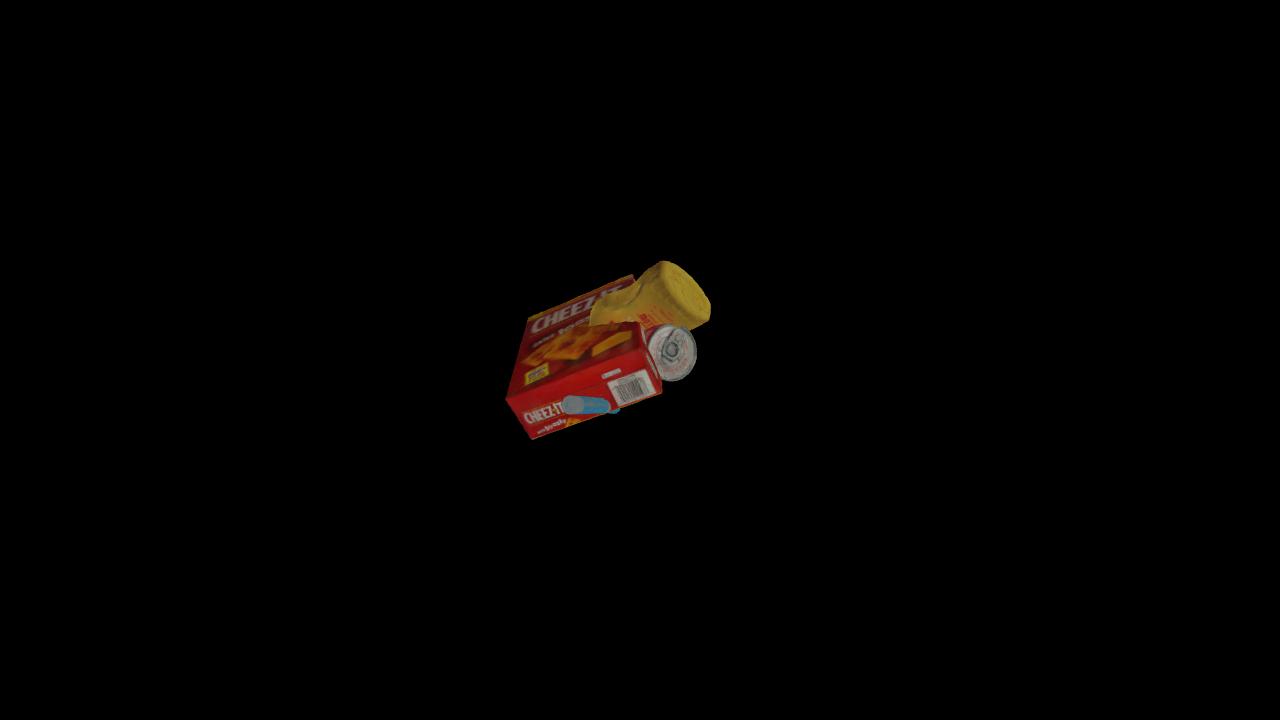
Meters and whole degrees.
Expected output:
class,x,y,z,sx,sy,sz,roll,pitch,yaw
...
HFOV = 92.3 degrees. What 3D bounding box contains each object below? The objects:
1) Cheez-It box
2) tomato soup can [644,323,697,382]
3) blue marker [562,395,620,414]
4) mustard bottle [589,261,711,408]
class,x,y,z,sx,sy,sz,roll,pitch,yaw
Cheez-It box,-0.066,-0.013,0.770,0.166,0.071,0.223,-21,28,8
tomato soup can,0.013,-0.011,0.746,0.068,0.068,0.101,0,3,-29
blue marker,-0.049,0.049,0.660,0.020,0.020,0.121,0,-4,20
mustard bottle,-0.011,-0.047,0.745,0.184,0.054,0.092,-26,-46,37
